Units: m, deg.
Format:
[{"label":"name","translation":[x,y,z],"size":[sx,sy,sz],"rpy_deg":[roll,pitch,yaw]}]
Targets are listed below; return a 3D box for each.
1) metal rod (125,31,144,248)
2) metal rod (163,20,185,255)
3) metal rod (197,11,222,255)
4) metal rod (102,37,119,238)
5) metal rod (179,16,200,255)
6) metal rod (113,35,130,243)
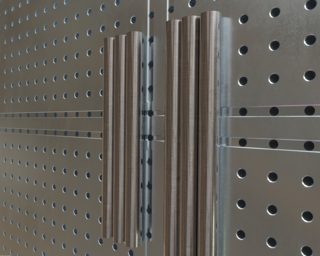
[{"label":"metal rod","translation":[-0.036,0.016,0.440],"size":[0.025,0.025,0.298],"rpy_deg":[1,91,40]},{"label":"metal rod","translation":[0.018,0.016,0.395],"size":[0.025,0.025,0.298],"rpy_deg":[1,91,40]},{"label":"metal rod","translation":[0.058,0.017,0.362],"size":[0.025,0.025,0.298],"rpy_deg":[1,91,40]},{"label":"metal rod","translation":[-0.075,0.015,0.472],"size":[0.025,0.025,0.298],"rpy_deg":[1,91,40]},{"label":"metal rod","translation":[0.037,0.017,0.379],"size":[0.025,0.025,0.298],"rpy_deg":[1,91,40]},{"label":"metal rod","translation":[-0.055,0.016,0.456],"size":[0.025,0.025,0.298],"rpy_deg":[1,91,40]}]
